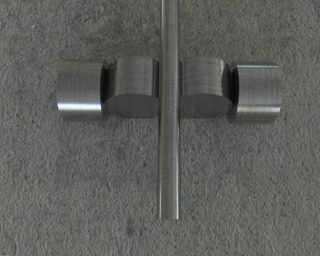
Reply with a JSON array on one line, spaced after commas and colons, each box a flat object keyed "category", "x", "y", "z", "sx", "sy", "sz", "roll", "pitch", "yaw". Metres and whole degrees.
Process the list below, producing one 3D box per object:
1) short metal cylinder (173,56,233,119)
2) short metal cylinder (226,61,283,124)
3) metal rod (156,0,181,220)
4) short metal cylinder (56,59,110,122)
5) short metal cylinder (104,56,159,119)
[{"category": "short metal cylinder", "x": 0.051, "y": -0.049, "z": 0.398, "sx": 0.080, "sy": 0.080, "sz": 0.050, "roll": 1, "pitch": 70, "yaw": 0}, {"category": "short metal cylinder", "x": 0.117, "y": -0.045, "z": 0.398, "sx": 0.050, "sy": 0.080, "sz": 0.080, "roll": 1, "pitch": 70, "yaw": 0}, {"category": "metal rod", "x": 0.011, "y": -0.048, "z": 0.362, "sx": 0.025, "sy": 0.025, "sz": 0.299, "roll": 1, "pitch": 70, "yaw": 0}, {"category": "short metal cylinder", "x": -0.094, "y": -0.047, "z": 0.397, "sx": 0.050, "sy": 0.080, "sz": 0.080, "roll": 1, "pitch": 70, "yaw": 0}, {"category": "short metal cylinder", "x": -0.029, "y": -0.049, "z": 0.398, "sx": 0.080, "sy": 0.080, "sz": 0.050, "roll": 1, "pitch": 70, "yaw": 0}]
